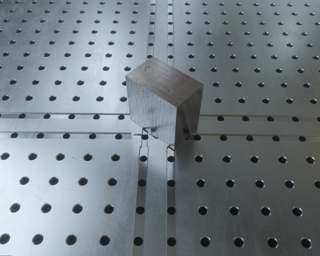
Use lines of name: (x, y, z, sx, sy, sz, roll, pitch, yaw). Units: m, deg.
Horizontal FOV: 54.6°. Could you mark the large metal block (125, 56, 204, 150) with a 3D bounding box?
large metal block: (0.005, -0.032, 0.399, 0.080, 0.080, 0.050, 34, 58, 25)
